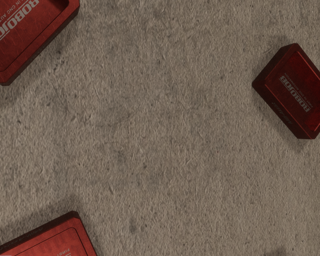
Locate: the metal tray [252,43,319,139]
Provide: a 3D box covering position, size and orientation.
[{"bbox_3d":[0.217,-0.056,0.488,0.130,0.030,0.090,44,76,-15],"label":"metal tray"}]

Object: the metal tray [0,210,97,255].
[{"bbox_3d":[-0.139,0.166,0.355,0.131,0.030,0.090,-24,98,-19],"label":"metal tray"}]

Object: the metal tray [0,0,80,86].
[{"bbox_3d":[-0.166,-0.123,0.344,0.090,0.030,0.130,41,77,-16],"label":"metal tray"}]
